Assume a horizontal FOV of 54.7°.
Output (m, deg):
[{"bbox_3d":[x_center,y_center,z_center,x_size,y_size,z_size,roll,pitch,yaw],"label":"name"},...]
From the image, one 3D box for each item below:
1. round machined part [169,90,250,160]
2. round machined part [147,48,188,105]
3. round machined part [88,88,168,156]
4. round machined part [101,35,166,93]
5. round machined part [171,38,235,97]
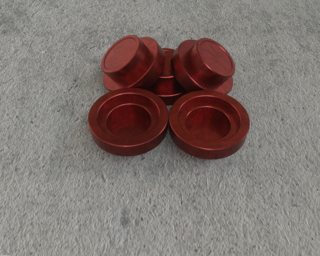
[{"bbox_3d":[0.060,0.000,0.394,0.099,0.042,0.098,0,50,0],"label":"round machined part"},{"bbox_3d":[0.007,-0.082,0.462,0.099,0.042,0.098,0,50,0],"label":"round machined part"},{"bbox_3d":[-0.039,-0.003,0.396,0.099,0.042,0.098,0,50,0],"label":"round machined part"},{"bbox_3d":[-0.044,-0.093,0.440,0.098,0.042,0.098,-21,49,26],"label":"round machined part"},{"bbox_3d":[0.068,-0.089,0.441,0.099,0.042,0.098,19,52,-25],"label":"round machined part"}]
